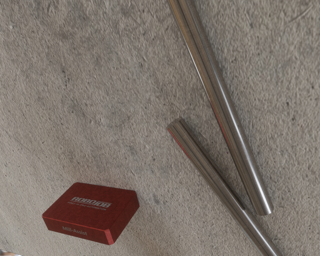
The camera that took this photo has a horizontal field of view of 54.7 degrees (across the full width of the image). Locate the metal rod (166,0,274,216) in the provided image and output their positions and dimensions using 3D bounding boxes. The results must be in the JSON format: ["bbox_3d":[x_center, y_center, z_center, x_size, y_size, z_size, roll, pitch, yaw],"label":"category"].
[{"bbox_3d":[0.072,-0.023,0.353,0.025,0.025,0.299,-14,112,33],"label":"metal rod"}]

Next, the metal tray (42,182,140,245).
[{"bbox_3d":[-0.111,0.134,0.503,0.130,0.090,0.030,3,120,26],"label":"metal tray"}]

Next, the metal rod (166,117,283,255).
[{"bbox_3d":[0.106,0.111,0.418,0.025,0.025,0.299,-29,103,37],"label":"metal rod"}]
